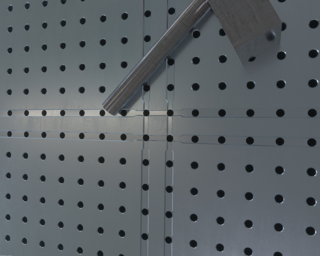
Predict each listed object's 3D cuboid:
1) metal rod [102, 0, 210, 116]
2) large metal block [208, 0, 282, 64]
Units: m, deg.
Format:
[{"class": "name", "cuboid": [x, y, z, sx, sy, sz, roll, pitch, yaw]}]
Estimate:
[{"class": "metal rod", "cuboid": [0.028, -0.131, 0.402, 0.299, 0.025, 0.025, -46, 76, 14]}, {"class": "large metal block", "cuboid": [0.094, -0.126, 0.350, 0.050, 0.080, 0.080, -29, 81, 18]}]
